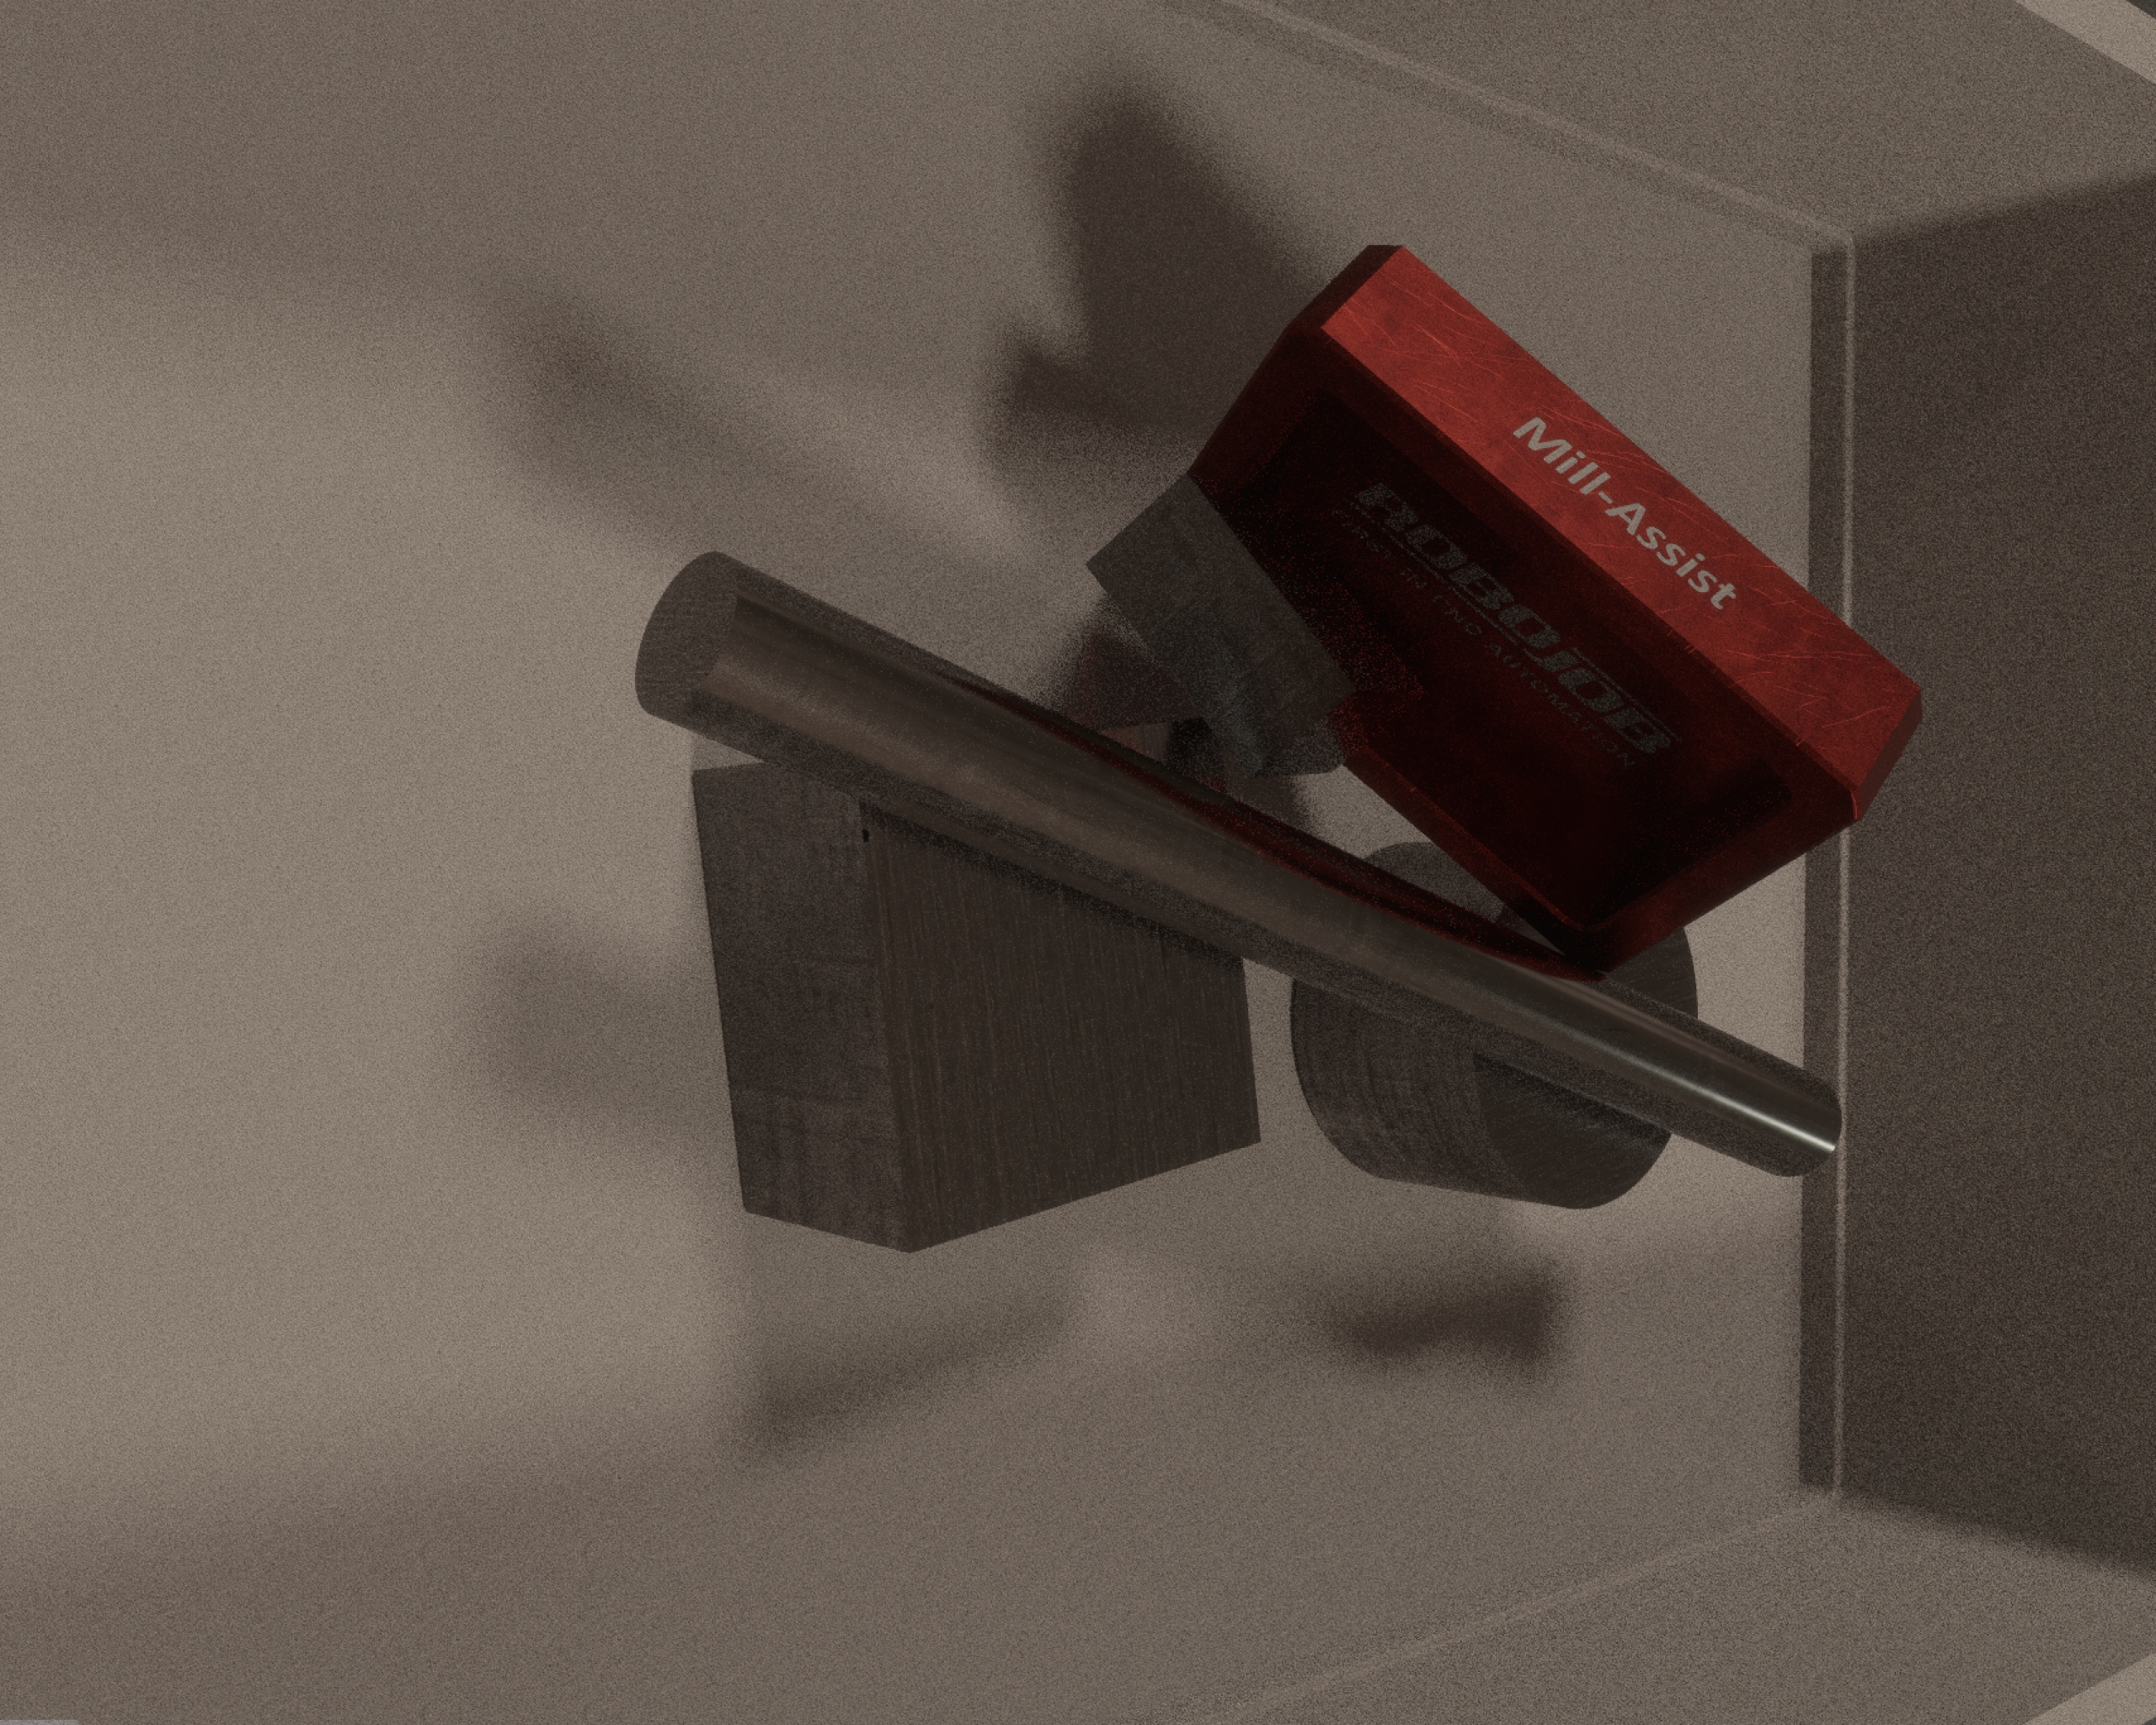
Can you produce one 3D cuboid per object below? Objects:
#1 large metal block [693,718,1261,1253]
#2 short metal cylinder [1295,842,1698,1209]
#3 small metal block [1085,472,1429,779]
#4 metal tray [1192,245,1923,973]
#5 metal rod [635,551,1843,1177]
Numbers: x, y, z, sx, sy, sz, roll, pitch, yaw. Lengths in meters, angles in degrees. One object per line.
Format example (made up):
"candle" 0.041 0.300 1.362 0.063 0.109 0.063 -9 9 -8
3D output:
"large metal block" -0.017 0.018 0.377 0.081 0.050 0.079 -10 97 -40
"short metal cylinder" 0.095 0.035 0.471 0.081 0.050 0.079 0 90 -40
"small metal block" 0.035 -0.044 0.392 0.050 0.025 0.050 54 21 12
"metal tray" 0.080 -0.044 0.400 0.130 0.090 0.030 41 60 0
"metal rod" 0.054 0.014 0.386 0.302 0.025 0.025 23 76 -38
